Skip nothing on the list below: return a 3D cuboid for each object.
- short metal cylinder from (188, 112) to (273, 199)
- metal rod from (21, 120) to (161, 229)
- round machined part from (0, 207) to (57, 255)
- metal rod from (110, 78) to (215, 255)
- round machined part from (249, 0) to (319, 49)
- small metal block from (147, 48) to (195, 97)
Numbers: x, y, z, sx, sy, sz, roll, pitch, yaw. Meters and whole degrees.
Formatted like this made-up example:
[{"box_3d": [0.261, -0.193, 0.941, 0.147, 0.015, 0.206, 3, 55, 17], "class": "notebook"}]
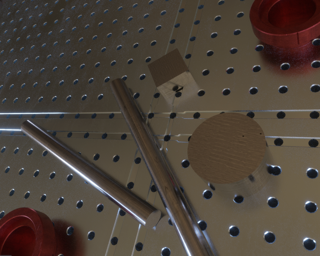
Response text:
[{"box_3d": [0.076, 0.030, 0.334, 0.080, 0.050, 0.080, -13, 56, 21], "class": "short metal cylinder"}, {"box_3d": [-0.116, 0.051, 0.438, 0.300, 0.025, 0.025, 26, 76, 37], "class": "metal rod"}, {"box_3d": [-0.172, 0.155, 0.393, 0.098, 0.042, 0.098, -13, 56, 21], "class": "round machined part"}, {"box_3d": [-0.010, 0.035, 0.391, 0.025, 0.025, 0.300, -34, 51, 6], "class": "metal rod"}, {"box_3d": [0.168, -0.141, 0.395, 0.098, 0.042, 0.098, -13, 56, 21], "class": "round machined part"}, {"box_3d": [0.015, -0.080, 0.450, 0.050, 0.025, 0.050, -28, 52, 10], "class": "small metal block"}]
